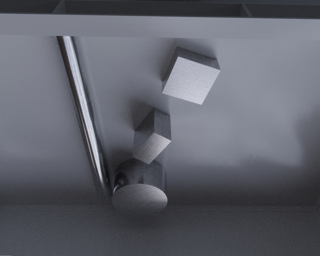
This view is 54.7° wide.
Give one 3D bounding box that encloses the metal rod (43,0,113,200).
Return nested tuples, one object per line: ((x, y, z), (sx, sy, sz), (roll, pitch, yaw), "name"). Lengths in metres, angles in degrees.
((-0.094, -0.008, 0.400), (0.025, 0.025, 0.298), (-2, 130, 1), "metal rod")

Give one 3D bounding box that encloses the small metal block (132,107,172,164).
((-0.011, 0.010, 0.401), (0.025, 0.050, 0.050), (27, 125, -22), "small metal block")

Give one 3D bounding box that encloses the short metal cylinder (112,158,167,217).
((-0.029, 0.091, 0.470), (0.081, 0.050, 0.079), (0, 130, 0), "short metal cylinder")

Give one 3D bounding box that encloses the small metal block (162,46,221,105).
((0.034, -0.060, 0.359), (0.050, 0.025, 0.050), (15, 129, -13), "small metal block")
